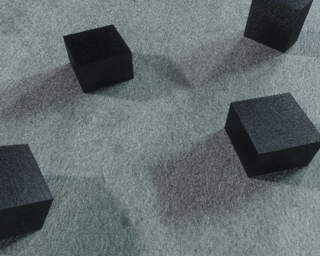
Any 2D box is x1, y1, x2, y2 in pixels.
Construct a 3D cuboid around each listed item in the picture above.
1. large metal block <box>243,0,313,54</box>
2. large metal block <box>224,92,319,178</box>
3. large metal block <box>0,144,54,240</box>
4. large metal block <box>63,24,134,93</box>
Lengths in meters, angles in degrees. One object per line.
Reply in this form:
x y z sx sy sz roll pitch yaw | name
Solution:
0.199 -0.187 0.527 0.080 0.080 0.050 34 58 24 | large metal block
0.136 0.007 0.383 0.081 0.050 0.080 -10 51 -9 | large metal block
-0.166 0.064 0.309 0.081 0.050 0.080 -3 43 -44 | large metal block
-0.094 -0.109 0.477 0.081 0.050 0.080 -19 53 -16 | large metal block
